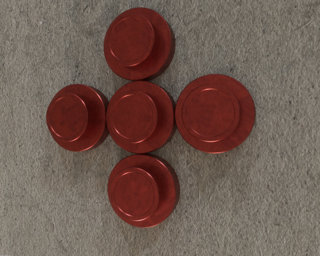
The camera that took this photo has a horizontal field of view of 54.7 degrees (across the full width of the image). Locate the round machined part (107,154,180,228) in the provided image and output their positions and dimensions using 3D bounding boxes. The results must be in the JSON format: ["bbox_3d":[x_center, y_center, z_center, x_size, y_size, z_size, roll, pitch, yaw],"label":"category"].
[{"bbox_3d":[-0.026,0.083,0.409,0.098,0.042,0.097,0,90,19],"label":"round machined part"}]

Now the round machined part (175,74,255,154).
[{"bbox_3d":[0.065,-0.017,0.378,0.098,0.042,0.097,0,90,19],"label":"round machined part"}]

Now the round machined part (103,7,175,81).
[{"bbox_3d":[-0.032,-0.112,0.412,0.098,0.042,0.097,0,90,19],"label":"round machined part"}]

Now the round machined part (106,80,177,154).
[{"bbox_3d":[-0.028,-0.015,0.410,0.098,0.042,0.097,0,90,19],"label":"round machined part"}]

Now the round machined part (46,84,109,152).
[{"bbox_3d":[-0.121,-0.014,0.443,0.098,0.042,0.097,0,90,19],"label":"round machined part"}]
